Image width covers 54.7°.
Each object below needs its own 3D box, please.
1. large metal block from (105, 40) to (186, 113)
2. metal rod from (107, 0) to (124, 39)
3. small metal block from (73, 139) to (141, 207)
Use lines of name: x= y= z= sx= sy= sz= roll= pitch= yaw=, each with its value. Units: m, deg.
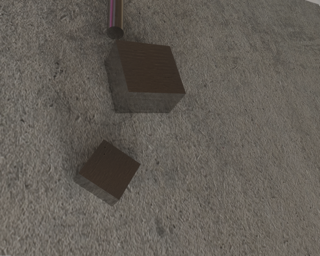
large metal block: x=-0.022 y=-0.067 z=0.417 sx=0.081 sy=0.050 sz=0.080 roll=-2 pitch=63 yaw=-29
metal rod: x=-0.073 y=-0.268 z=0.527 sx=0.025 sy=0.025 sz=0.299 roll=11 pitch=57 yaw=-23
small metal block: x=-0.058 y=0.049 z=0.343 sx=0.050 sy=0.025 sz=0.050 roll=35 pitch=51 yaw=-5
